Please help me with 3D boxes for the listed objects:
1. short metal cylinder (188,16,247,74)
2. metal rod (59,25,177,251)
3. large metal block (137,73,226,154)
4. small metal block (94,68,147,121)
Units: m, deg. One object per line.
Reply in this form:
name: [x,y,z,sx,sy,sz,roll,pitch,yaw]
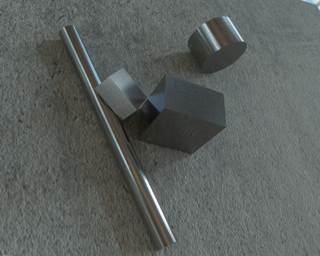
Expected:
short metal cylinder: [0.092,-0.132,0.501,0.081,0.080,0.050,-14,70,-34]
metal rod: [-0.058,-0.001,0.374,0.025,0.025,0.299,-15,70,-35]
large metal block: [0.025,-0.014,0.392,0.081,0.080,0.050,16,55,-20]
small metal block: [-0.047,-0.043,0.386,0.050,0.025,0.050,51,23,-11]
